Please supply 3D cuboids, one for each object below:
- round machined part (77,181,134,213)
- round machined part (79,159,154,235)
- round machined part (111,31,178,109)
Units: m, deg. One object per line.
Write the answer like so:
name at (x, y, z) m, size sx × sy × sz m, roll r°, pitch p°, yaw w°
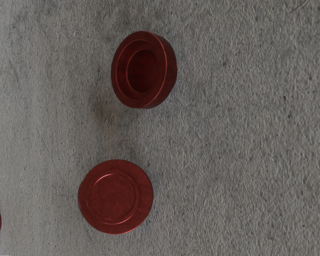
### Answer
round machined part at (-0.086, 0.105, 0.466) m, size 0.098 × 0.042 × 0.097 m, roll 0°, pitch 90°, yaw 40°
round machined part at (-0.059, 0.090, 0.409) m, size 0.099 × 0.042 × 0.098 m, roll 0°, pitch 79°, yaw 1°
round machined part at (-0.016, -0.074, 0.407) m, size 0.098 × 0.042 × 0.097 m, roll 0°, pitch 90°, yaw 40°
